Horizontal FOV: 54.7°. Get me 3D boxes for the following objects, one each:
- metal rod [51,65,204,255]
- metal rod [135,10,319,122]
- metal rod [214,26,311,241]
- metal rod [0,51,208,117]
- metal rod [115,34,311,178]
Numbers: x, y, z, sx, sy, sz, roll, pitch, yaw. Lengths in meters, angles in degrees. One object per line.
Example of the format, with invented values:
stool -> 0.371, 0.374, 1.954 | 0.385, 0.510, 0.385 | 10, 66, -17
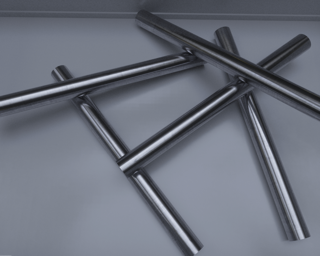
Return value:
metal rod -> -0.051, 0.032, 0.397 | 0.025, 0.025, 0.300 | -36, 74, -12
metal rod -> 0.078, -0.090, 0.400 | 0.300, 0.025, 0.025 | 36, 73, 29
metal rod -> 0.128, -0.007, 0.412 | 0.025, 0.025, 0.299 | -13, 71, -5
metal rod -> -0.076, -0.062, 0.409 | 0.302, 0.025, 0.025 | -17, 71, -15
metal rod -> 0.076, -0.034, 0.394 | 0.301, 0.025, 0.025 | -35, 74, -12
